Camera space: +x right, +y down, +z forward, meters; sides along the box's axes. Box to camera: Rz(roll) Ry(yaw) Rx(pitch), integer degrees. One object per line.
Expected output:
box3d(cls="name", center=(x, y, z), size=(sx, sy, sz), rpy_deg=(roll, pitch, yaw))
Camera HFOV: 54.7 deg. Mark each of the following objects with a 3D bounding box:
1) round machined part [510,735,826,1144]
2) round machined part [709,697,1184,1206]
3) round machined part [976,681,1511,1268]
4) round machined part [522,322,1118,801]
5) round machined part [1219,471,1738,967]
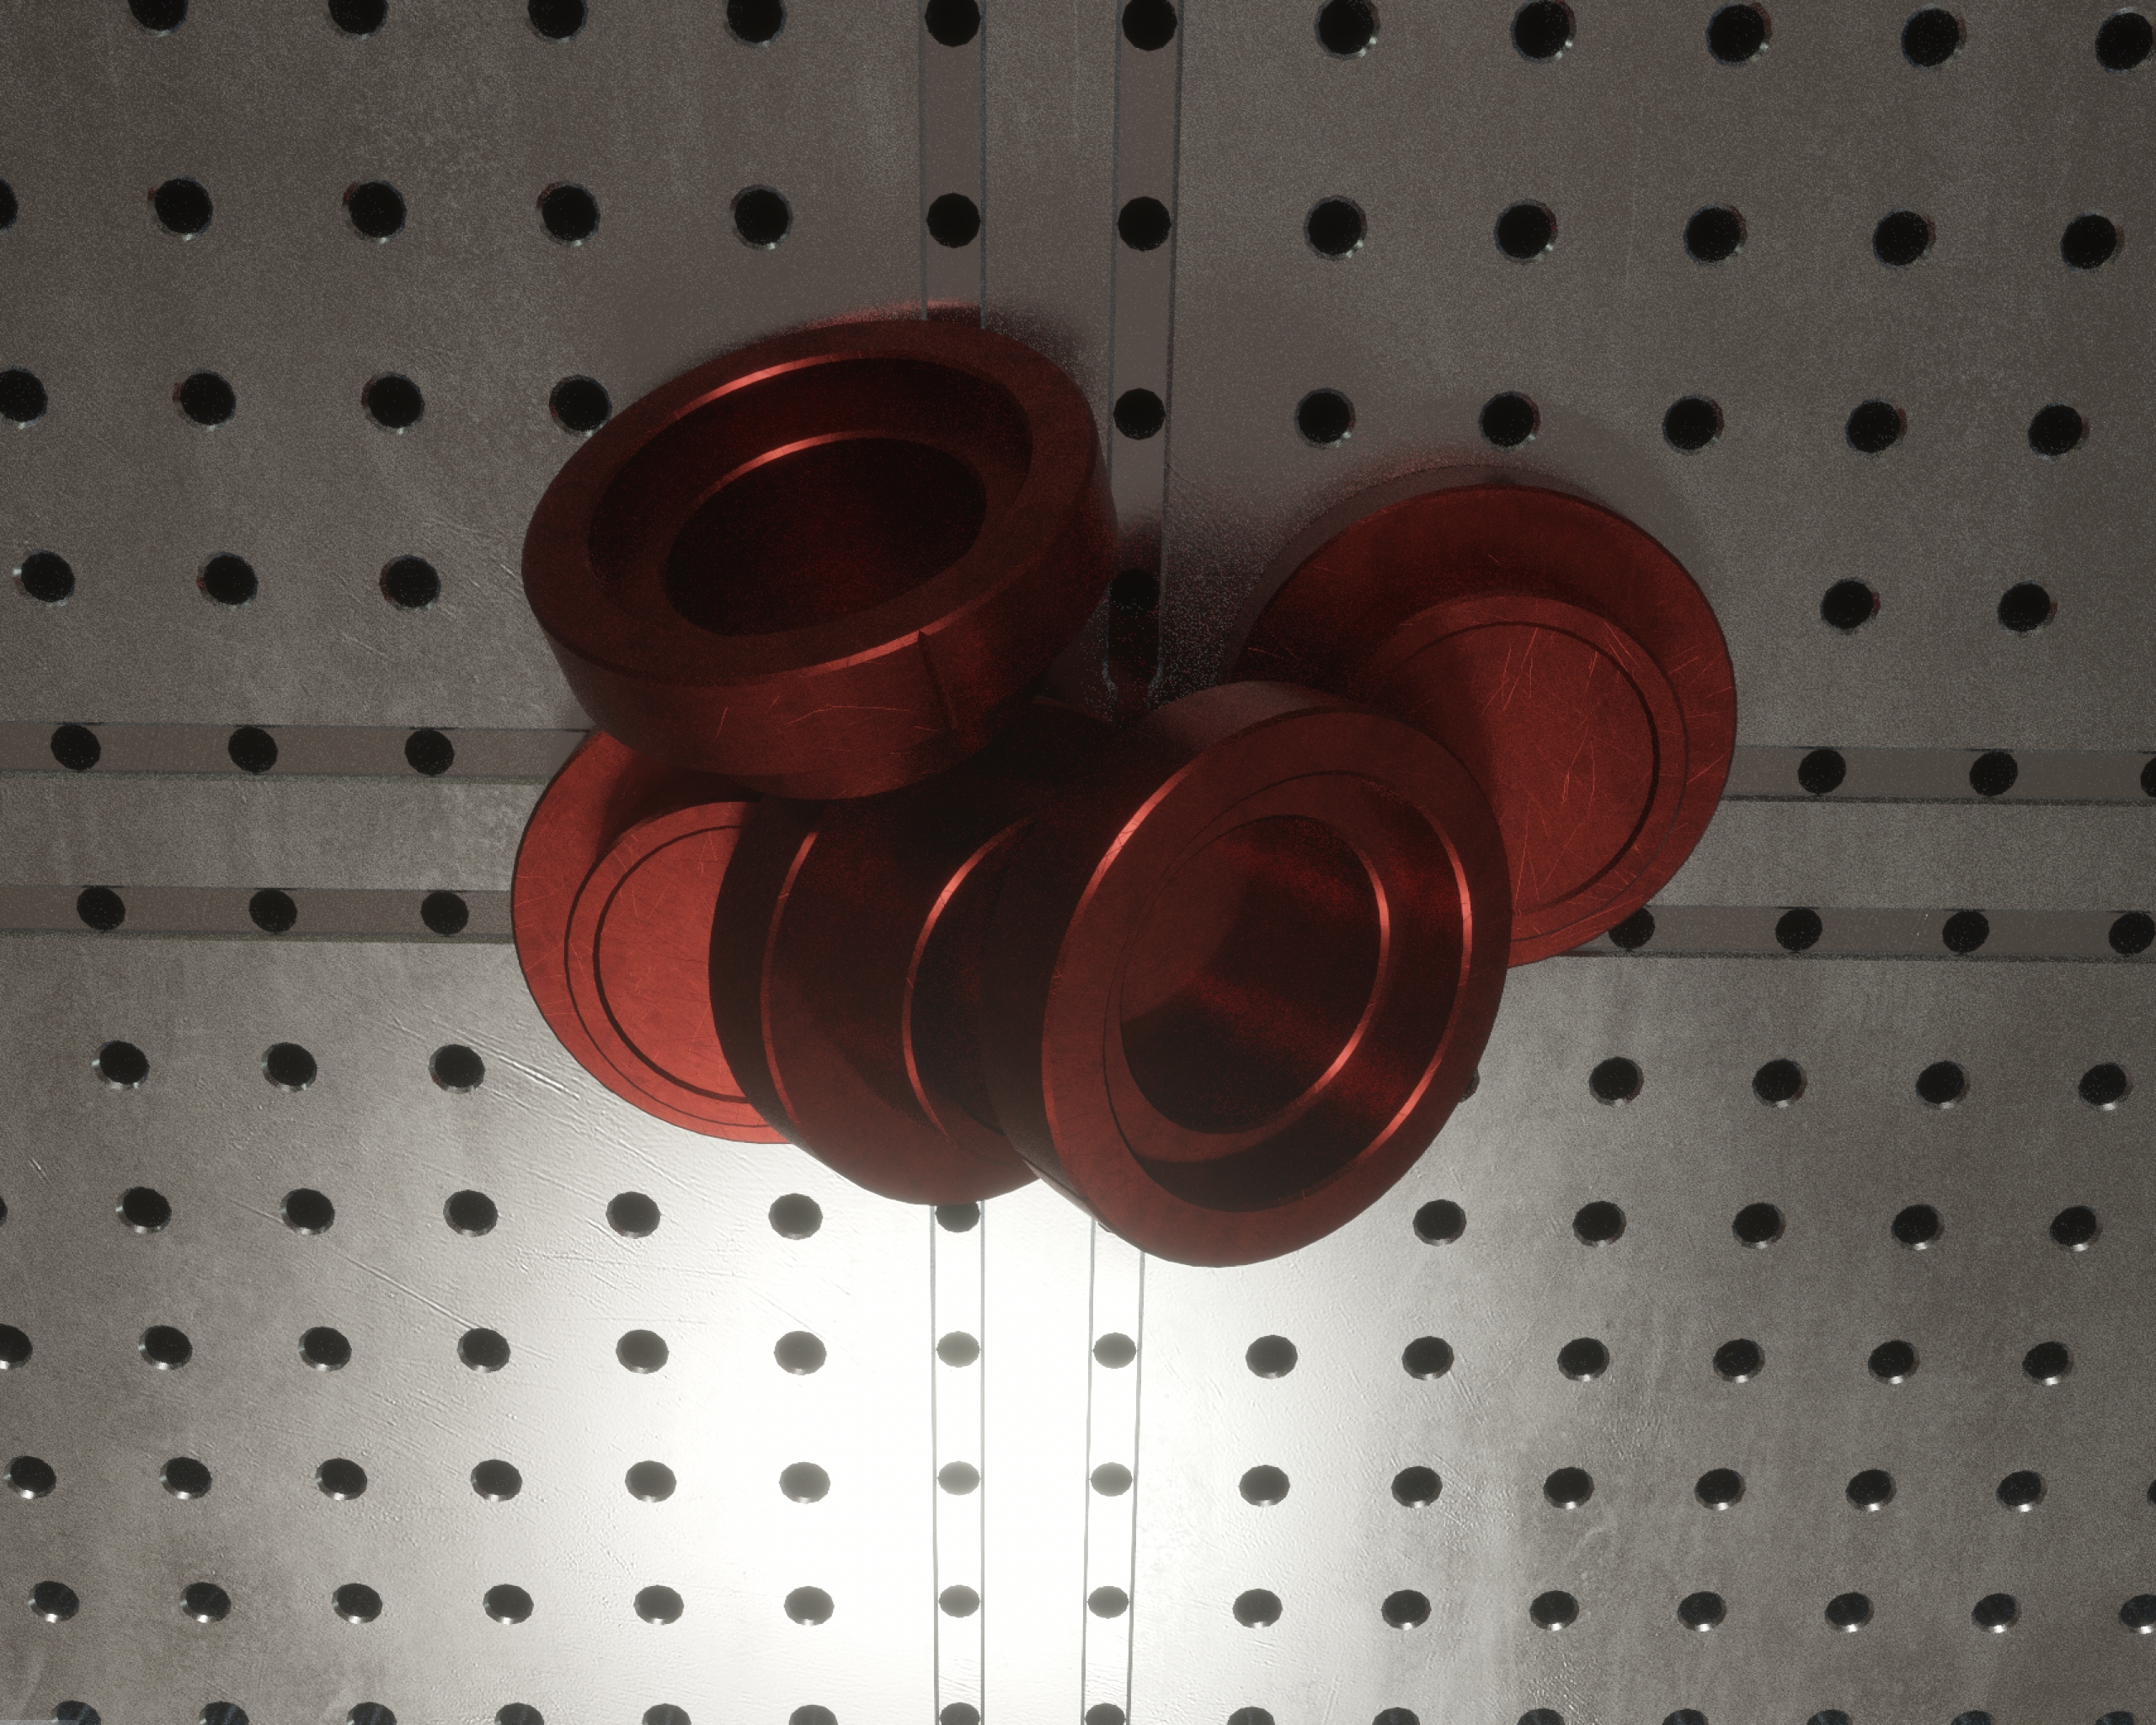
box3d(cls="round machined part", center=(-0.062, 0.012, 0.408), size=(0.099, 0.042, 0.097), rpy_deg=(0, 110, -1))
box3d(cls="round machined part", center=(-0.014, 0.018, 0.385), size=(0.099, 0.042, 0.097), rpy_deg=(-12, 110, -36))
box3d(cls="round machined part", center=(0.024, 0.016, 0.359), size=(0.099, 0.042, 0.097), rpy_deg=(-12, 112, -31))
box3d(cls="round machined part", center=(-0.041, -0.049, 0.361), size=(0.099, 0.098, 0.042), rpy_deg=(-12, 135, 4))
box3d(cls="round machined part", center=(0.077, -0.023, 0.397), size=(0.099, 0.042, 0.097), rpy_deg=(0, 110, -1))
